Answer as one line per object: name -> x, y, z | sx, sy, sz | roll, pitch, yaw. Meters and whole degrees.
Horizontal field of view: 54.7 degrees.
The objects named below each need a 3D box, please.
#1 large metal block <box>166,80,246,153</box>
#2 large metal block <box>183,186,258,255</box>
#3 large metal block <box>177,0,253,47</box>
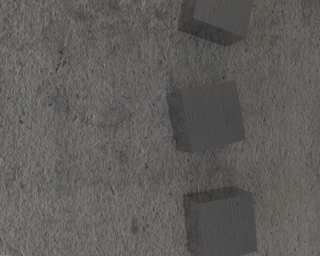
large metal block -> 0.061, -0.016, 0.418 | 0.081, 0.050, 0.080 | -12, 94, -20
large metal block -> 0.082, 0.130, 0.426 | 0.081, 0.050, 0.079 | -6, 92, -20
large metal block -> 0.077, -0.167, 0.424 | 0.081, 0.050, 0.080 | 13, 86, -20
